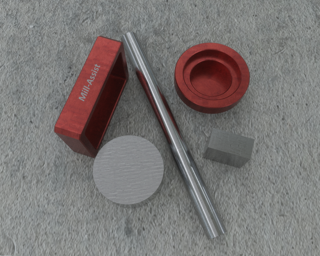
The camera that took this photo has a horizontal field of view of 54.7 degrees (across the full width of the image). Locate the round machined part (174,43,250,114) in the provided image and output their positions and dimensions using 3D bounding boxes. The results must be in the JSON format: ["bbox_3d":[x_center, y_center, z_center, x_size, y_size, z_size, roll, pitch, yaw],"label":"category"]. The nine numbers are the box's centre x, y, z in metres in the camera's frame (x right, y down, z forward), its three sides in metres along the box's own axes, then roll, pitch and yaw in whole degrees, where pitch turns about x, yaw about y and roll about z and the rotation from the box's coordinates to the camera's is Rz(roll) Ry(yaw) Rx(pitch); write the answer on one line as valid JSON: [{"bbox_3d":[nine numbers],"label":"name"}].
[{"bbox_3d":[0.068,-0.064,0.424,0.099,0.042,0.098,0,70,-1],"label":"round machined part"}]

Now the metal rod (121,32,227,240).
[{"bbox_3d":[0.011,-0.003,0.411,0.025,0.025,0.299,-21,72,-8],"label":"metal rod"}]

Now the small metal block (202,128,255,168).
[{"bbox_3d":[0.083,0.026,0.385,0.050,0.050,0.025,16,71,5],"label":"small metal block"}]

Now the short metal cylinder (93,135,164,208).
[{"bbox_3d":[-0.036,0.054,0.375,0.081,0.050,0.080,0,70,0],"label":"short metal cylinder"}]

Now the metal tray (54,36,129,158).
[{"bbox_3d":[-0.079,-0.036,0.387,0.030,0.090,0.130,17,71,6],"label":"metal tray"}]
